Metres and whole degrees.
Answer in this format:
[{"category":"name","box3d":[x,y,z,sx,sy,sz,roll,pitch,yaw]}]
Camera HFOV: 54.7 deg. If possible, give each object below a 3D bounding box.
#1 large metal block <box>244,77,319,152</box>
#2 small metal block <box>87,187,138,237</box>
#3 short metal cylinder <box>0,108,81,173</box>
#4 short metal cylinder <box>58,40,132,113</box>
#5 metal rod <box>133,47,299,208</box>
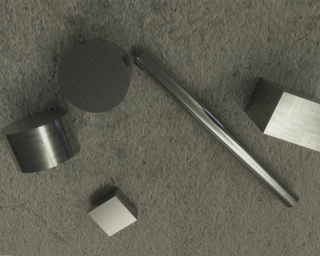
[{"category":"large metal block","box3d":[0.160,-0.018,0.376,0.080,0.080,0.050,18,109,-7]},{"category":"small metal block","box3d":[-0.068,0.123,0.454,0.050,0.025,0.050,-34,107,11]},{"category":"short metal cylinder","box3d":[-0.145,0.013,0.383,0.080,0.080,0.050,-13,110,4]},{"category":"short metal cylinder","box3d":[-0.075,-0.064,0.372,0.081,0.050,0.079,0,110,-1]},{"category":"metal rod","box3d":[0.083,0.008,0.413,0.300,0.025,0.025,42,105,-14]}]
